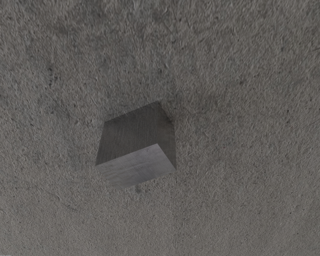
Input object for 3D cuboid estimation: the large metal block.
[{"bbox_3d":[-0.027,0.021,0.389,0.080,0.080,0.050,-21,127,17],"label":"large metal block"}]
